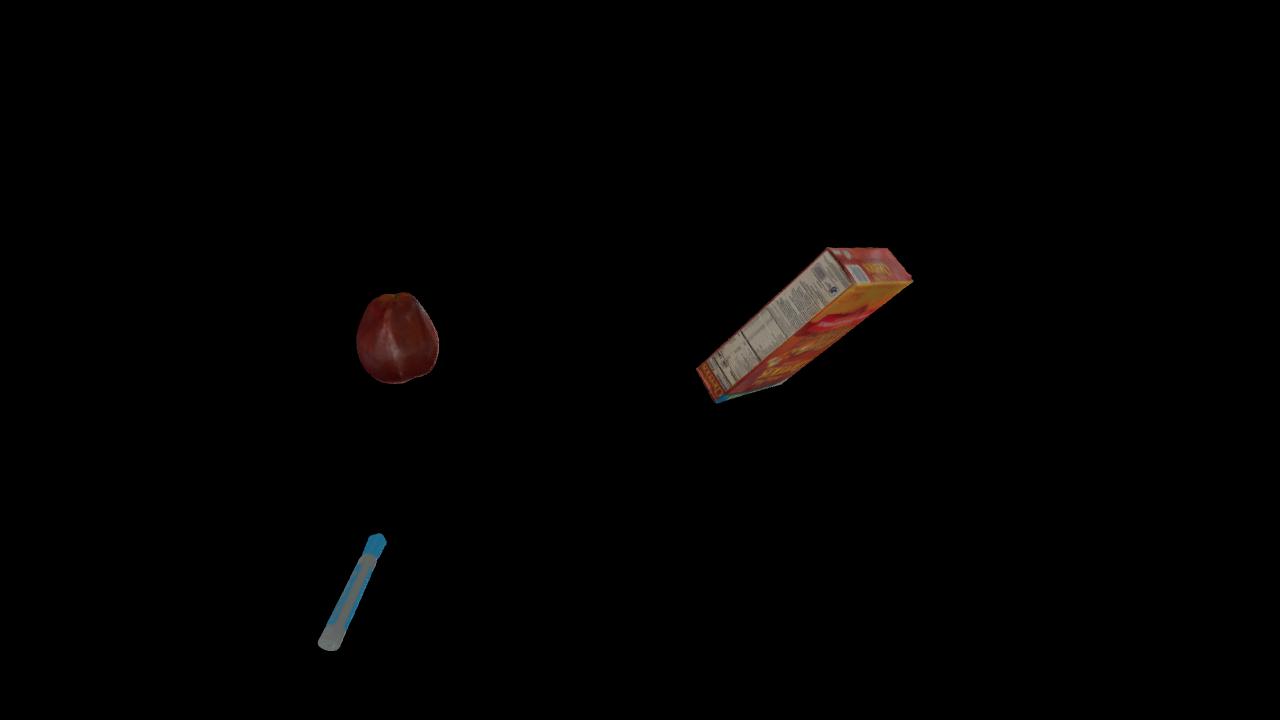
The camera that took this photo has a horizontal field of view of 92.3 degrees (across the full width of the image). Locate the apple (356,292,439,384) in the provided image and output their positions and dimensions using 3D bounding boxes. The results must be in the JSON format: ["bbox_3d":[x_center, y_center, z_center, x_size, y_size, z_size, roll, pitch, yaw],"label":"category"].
[{"bbox_3d":[-0.246,-0.020,0.625,0.079,0.093,0.079,-1,20,0],"label":"apple"}]

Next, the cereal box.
[{"bbox_3d":[0.255,-0.052,0.978,0.203,0.081,0.306,-9,-28,-45],"label":"cereal box"}]

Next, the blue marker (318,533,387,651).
[{"bbox_3d":[-0.271,0.216,0.588,0.020,0.020,0.121,0,34,2],"label":"blue marker"}]
